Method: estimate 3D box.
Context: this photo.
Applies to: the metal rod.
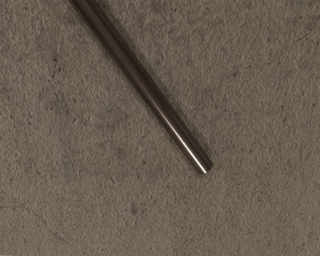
[{"bbox_3d":[-0.023,-0.059,0.387,0.025,0.025,0.300,-34,107,11],"label":"metal rod"}]
